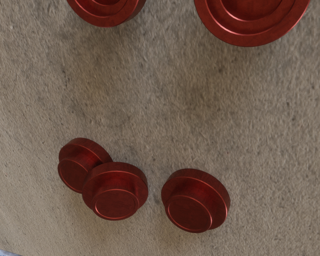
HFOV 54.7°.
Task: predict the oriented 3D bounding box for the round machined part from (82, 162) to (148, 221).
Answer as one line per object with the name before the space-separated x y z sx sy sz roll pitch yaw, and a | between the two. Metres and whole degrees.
round machined part | -0.066 0.101 0.464 0.099 0.042 0.097 -4 125 -5

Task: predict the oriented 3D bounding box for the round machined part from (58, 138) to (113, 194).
round machined part | -0.125 0.068 0.501 0.098 0.042 0.097 13 124 20

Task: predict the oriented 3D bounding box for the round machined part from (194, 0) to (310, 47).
round machined part | 0.082 -0.126 0.274 0.098 0.042 0.097 13 124 20

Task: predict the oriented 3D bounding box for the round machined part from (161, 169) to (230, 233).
round machined part | 0.046 0.109 0.438 0.098 0.042 0.097 13 124 20

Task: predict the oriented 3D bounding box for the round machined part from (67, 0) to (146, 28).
round machined part | -0.054 -0.159 0.324 0.098 0.042 0.097 13 124 20
